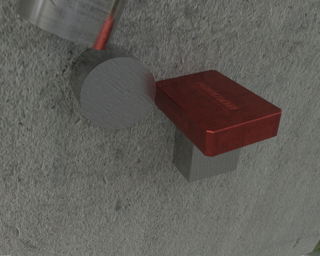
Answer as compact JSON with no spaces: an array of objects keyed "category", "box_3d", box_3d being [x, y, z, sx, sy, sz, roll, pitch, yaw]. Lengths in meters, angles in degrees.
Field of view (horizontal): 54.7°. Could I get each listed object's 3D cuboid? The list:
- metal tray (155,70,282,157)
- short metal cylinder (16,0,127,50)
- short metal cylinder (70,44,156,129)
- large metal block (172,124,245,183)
[{"category":"metal tray","box_3d":[0.059,-0.025,0.356,0.091,0.130,0.030,-15,125,-20]},{"category":"short metal cylinder","box_3d":[-0.073,-0.107,0.265,0.081,0.080,0.050,14,111,-34]},{"category":"short metal cylinder","box_3d":[-0.051,-0.045,0.335,0.081,0.050,0.079,-14,124,-21]},{"category":"large metal block","box_3d":[0.068,0.023,0.442,0.081,0.050,0.079,-11,123,-23]}]
